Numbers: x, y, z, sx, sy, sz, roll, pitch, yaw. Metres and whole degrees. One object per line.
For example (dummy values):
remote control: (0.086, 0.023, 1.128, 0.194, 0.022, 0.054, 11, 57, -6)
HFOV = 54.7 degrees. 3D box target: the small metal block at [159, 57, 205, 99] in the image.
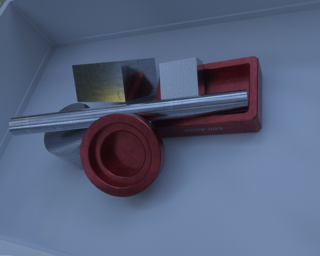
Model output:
small metal block: (0.028, -0.060, 0.397, 0.050, 0.025, 0.050, -5, 86, 26)

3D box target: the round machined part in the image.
round machined part: (-0.042, 0.030, 0.374, 0.098, 0.042, 0.097, 1, 95, 13)

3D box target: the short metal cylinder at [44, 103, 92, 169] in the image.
short metal cylinder: (-0.114, 0.012, 0.437, 0.080, 0.050, 0.080, -13, 56, 20)

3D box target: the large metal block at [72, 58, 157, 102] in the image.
large metal block: (-0.060, -0.067, 0.430, 0.080, 0.080, 0.050, 3, 105, 30)

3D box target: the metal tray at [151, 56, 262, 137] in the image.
metal tray: (0.059, -0.037, 0.391, 0.130, 0.030, 0.090, -4, 60, 25)

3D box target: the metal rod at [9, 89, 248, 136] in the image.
metal rod: (-0.047, -0.017, 0.384, 0.301, 0.025, 0.025, -6, 59, 12)
